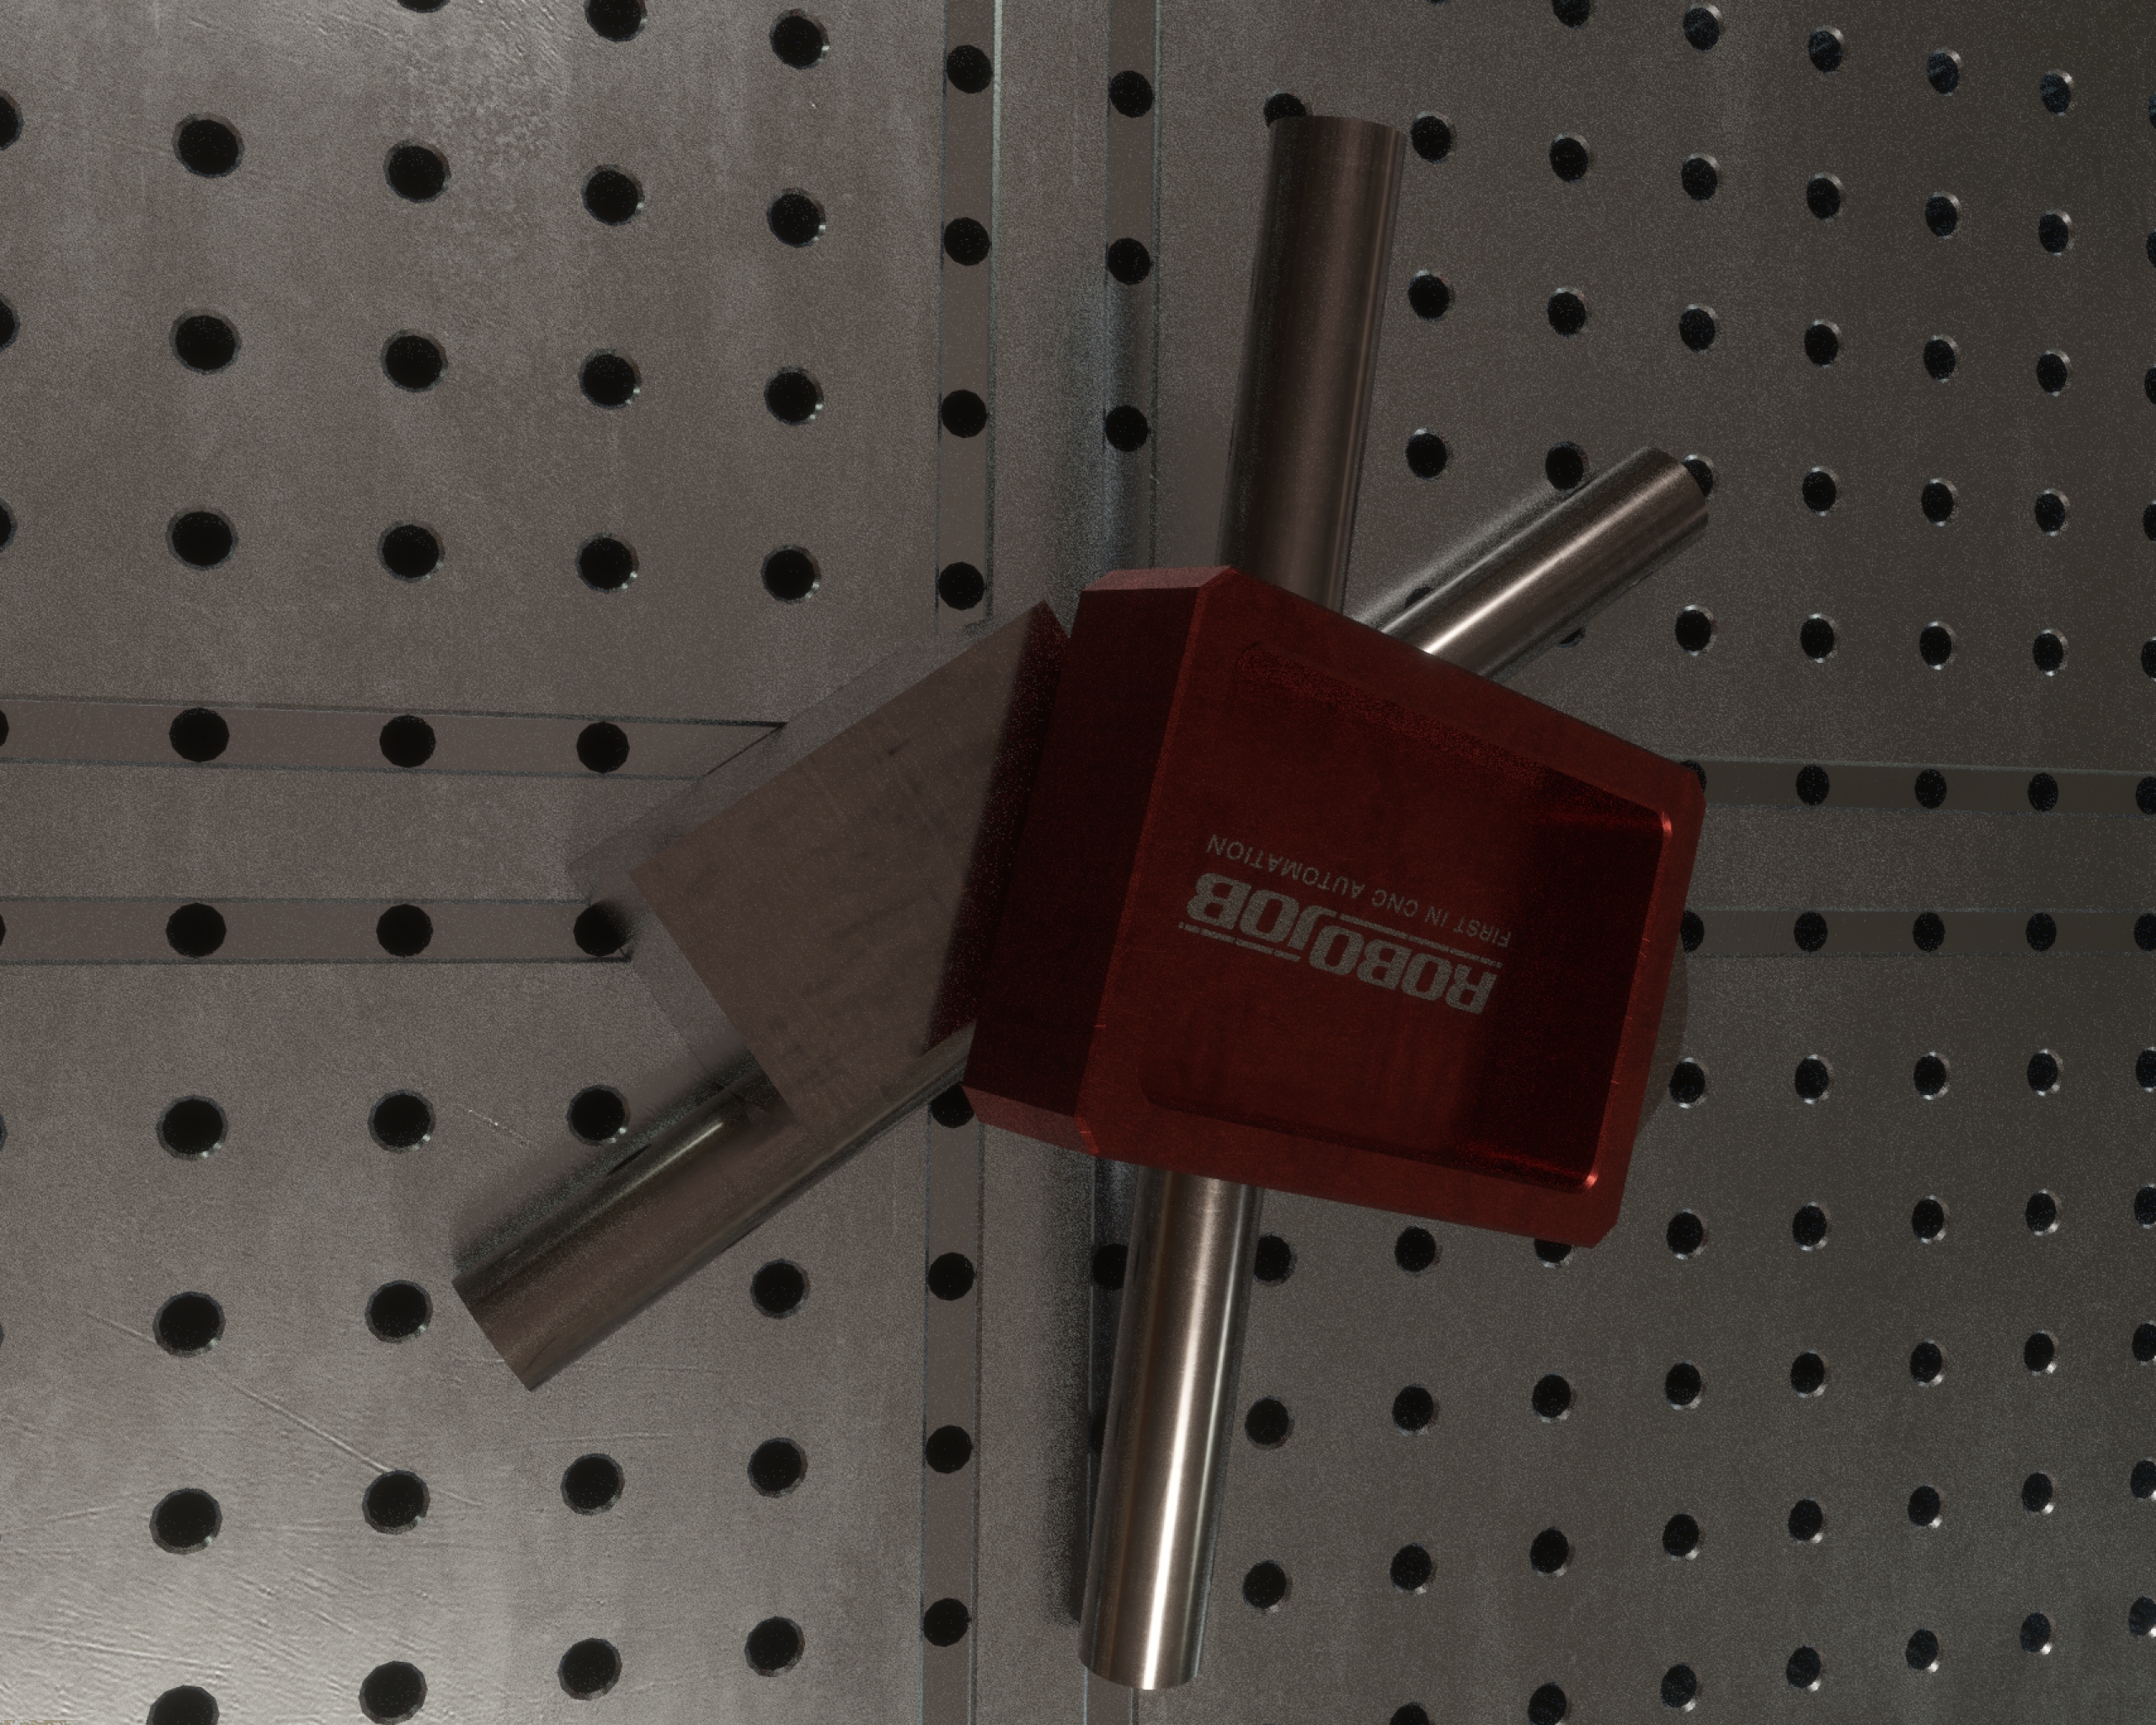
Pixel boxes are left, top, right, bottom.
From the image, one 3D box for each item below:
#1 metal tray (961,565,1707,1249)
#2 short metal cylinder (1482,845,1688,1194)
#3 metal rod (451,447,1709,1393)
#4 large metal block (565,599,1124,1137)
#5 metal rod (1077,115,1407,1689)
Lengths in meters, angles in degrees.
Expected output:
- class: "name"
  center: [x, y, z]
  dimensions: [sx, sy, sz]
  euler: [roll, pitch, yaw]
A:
- class: "metal tray"
  center: [0.049, 0.012, 0.354]
  dimensions: [0.131, 0.030, 0.090]
  euler: [17, 84, -38]
- class: "short metal cylinder"
  center: [0.076, 0.026, 0.428]
  dimensions: [0.081, 0.050, 0.079]
  euler: [0, 90, -21]
- class: "metal rod"
  center: [0.012, 0.002, 0.419]
  dimensions: [0.301, 0.025, 0.025]
  euler: [-35, 102, -17]
- class: "large metal block"
  center: [-0.038, 0.000, 0.370]
  dimensions: [0.080, 0.080, 0.050]
  euler: [-36, 102, -17]
- class: "metal rod"
  center: [0.030, 0.013, 0.401]
  dimensions: [0.025, 0.025, 0.298]
  euler: [4, 98, -20]
